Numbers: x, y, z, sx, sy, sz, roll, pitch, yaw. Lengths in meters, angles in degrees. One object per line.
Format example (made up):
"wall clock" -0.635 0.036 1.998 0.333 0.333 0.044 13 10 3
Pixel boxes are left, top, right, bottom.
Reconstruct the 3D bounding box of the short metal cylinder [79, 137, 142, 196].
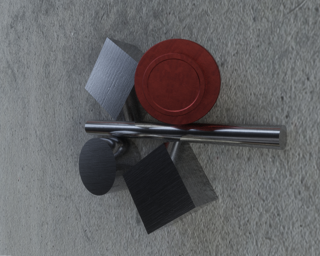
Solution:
"short metal cylinder" -0.072 0.053 0.447 0.080 0.050 0.079 0 90 39

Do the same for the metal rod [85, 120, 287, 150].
"metal rod" 0.006 0.004 0.401 0.300 0.025 0.025 3 92 39

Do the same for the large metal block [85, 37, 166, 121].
"large metal block" -0.048 -0.065 0.424 0.080 0.050 0.080 44 116 31

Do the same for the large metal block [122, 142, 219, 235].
"large metal block" 0.011 0.071 0.379 0.080 0.050 0.080 -40 66 32

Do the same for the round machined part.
"round machined part" 0.018 -0.050 0.348 0.098 0.042 0.097 3 105 11
